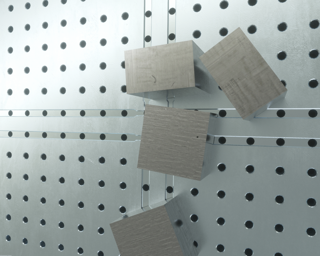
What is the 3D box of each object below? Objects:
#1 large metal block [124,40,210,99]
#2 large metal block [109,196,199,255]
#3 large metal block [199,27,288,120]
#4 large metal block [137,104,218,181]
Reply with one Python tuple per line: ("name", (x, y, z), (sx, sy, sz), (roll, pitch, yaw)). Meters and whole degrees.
("large metal block", (0.012, -0.066, 0.379), (0.080, 0.080, 0.050), (-4, 89, 20))
("large metal block", (-0.007, 0.144, 0.402), (0.080, 0.050, 0.080), (-24, 82, 18))
("large metal block", (0.096, -0.056, 0.350), (0.050, 0.080, 0.080), (-36, 79, 17))
("large metal block", (0.023, 0.016, 0.392), (0.080, 0.050, 0.080), (9, 93, 20))
